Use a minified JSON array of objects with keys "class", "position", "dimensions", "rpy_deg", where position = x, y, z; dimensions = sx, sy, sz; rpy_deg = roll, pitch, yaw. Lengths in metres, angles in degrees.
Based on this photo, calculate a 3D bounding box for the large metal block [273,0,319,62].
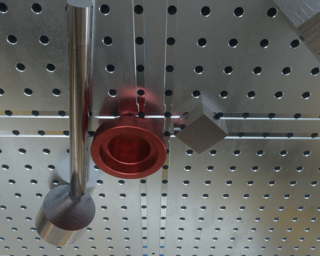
[{"class":"large metal block","position":[0.159,-0.115,0.280],"dimensions":[0.080,0.080,0.050],"rpy_deg":[-36,122,26]}]

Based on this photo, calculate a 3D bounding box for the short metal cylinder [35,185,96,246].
[{"class":"short metal cylinder","position":[-0.150,0.138,0.491],"dimensions":[0.080,0.080,0.050],"rpy_deg":[22,127,-18]}]

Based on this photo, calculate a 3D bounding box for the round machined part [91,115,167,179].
[{"class":"round machined part","position":[-0.041,0.022,0.418],"dimensions":[0.099,0.042,0.097],"rpy_deg":[-1,130,0]}]

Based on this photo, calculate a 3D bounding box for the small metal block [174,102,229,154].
[{"class":"small metal block","position":[0.054,0.002,0.414],"dimensions":[0.050,0.025,0.050],"rpy_deg":[-37,122,27]}]

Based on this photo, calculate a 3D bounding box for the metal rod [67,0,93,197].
[{"class":"metal rod","position":[-0.105,-0.012,0.400],"dimensions":[0.025,0.025,0.298],"rpy_deg":[7,130,-7]}]
